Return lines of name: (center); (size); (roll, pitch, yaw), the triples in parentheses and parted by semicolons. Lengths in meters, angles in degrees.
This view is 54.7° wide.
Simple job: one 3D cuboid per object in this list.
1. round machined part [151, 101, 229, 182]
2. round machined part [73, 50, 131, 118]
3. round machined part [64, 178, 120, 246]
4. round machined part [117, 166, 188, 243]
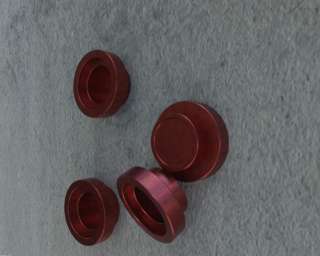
round machined part: (0.028, 0.016, 0.369); (0.098, 0.042, 0.097); (0, 90, 39)
round machined part: (-0.082, -0.063, 0.459); (0.098, 0.042, 0.097); (0, 90, 39)
round machined part: (-0.100, 0.125, 0.474); (0.098, 0.042, 0.097); (0, 90, 39)
round machined part: (-0.005, 0.087, 0.378); (0.098, 0.042, 0.097); (33, 142, 32)
